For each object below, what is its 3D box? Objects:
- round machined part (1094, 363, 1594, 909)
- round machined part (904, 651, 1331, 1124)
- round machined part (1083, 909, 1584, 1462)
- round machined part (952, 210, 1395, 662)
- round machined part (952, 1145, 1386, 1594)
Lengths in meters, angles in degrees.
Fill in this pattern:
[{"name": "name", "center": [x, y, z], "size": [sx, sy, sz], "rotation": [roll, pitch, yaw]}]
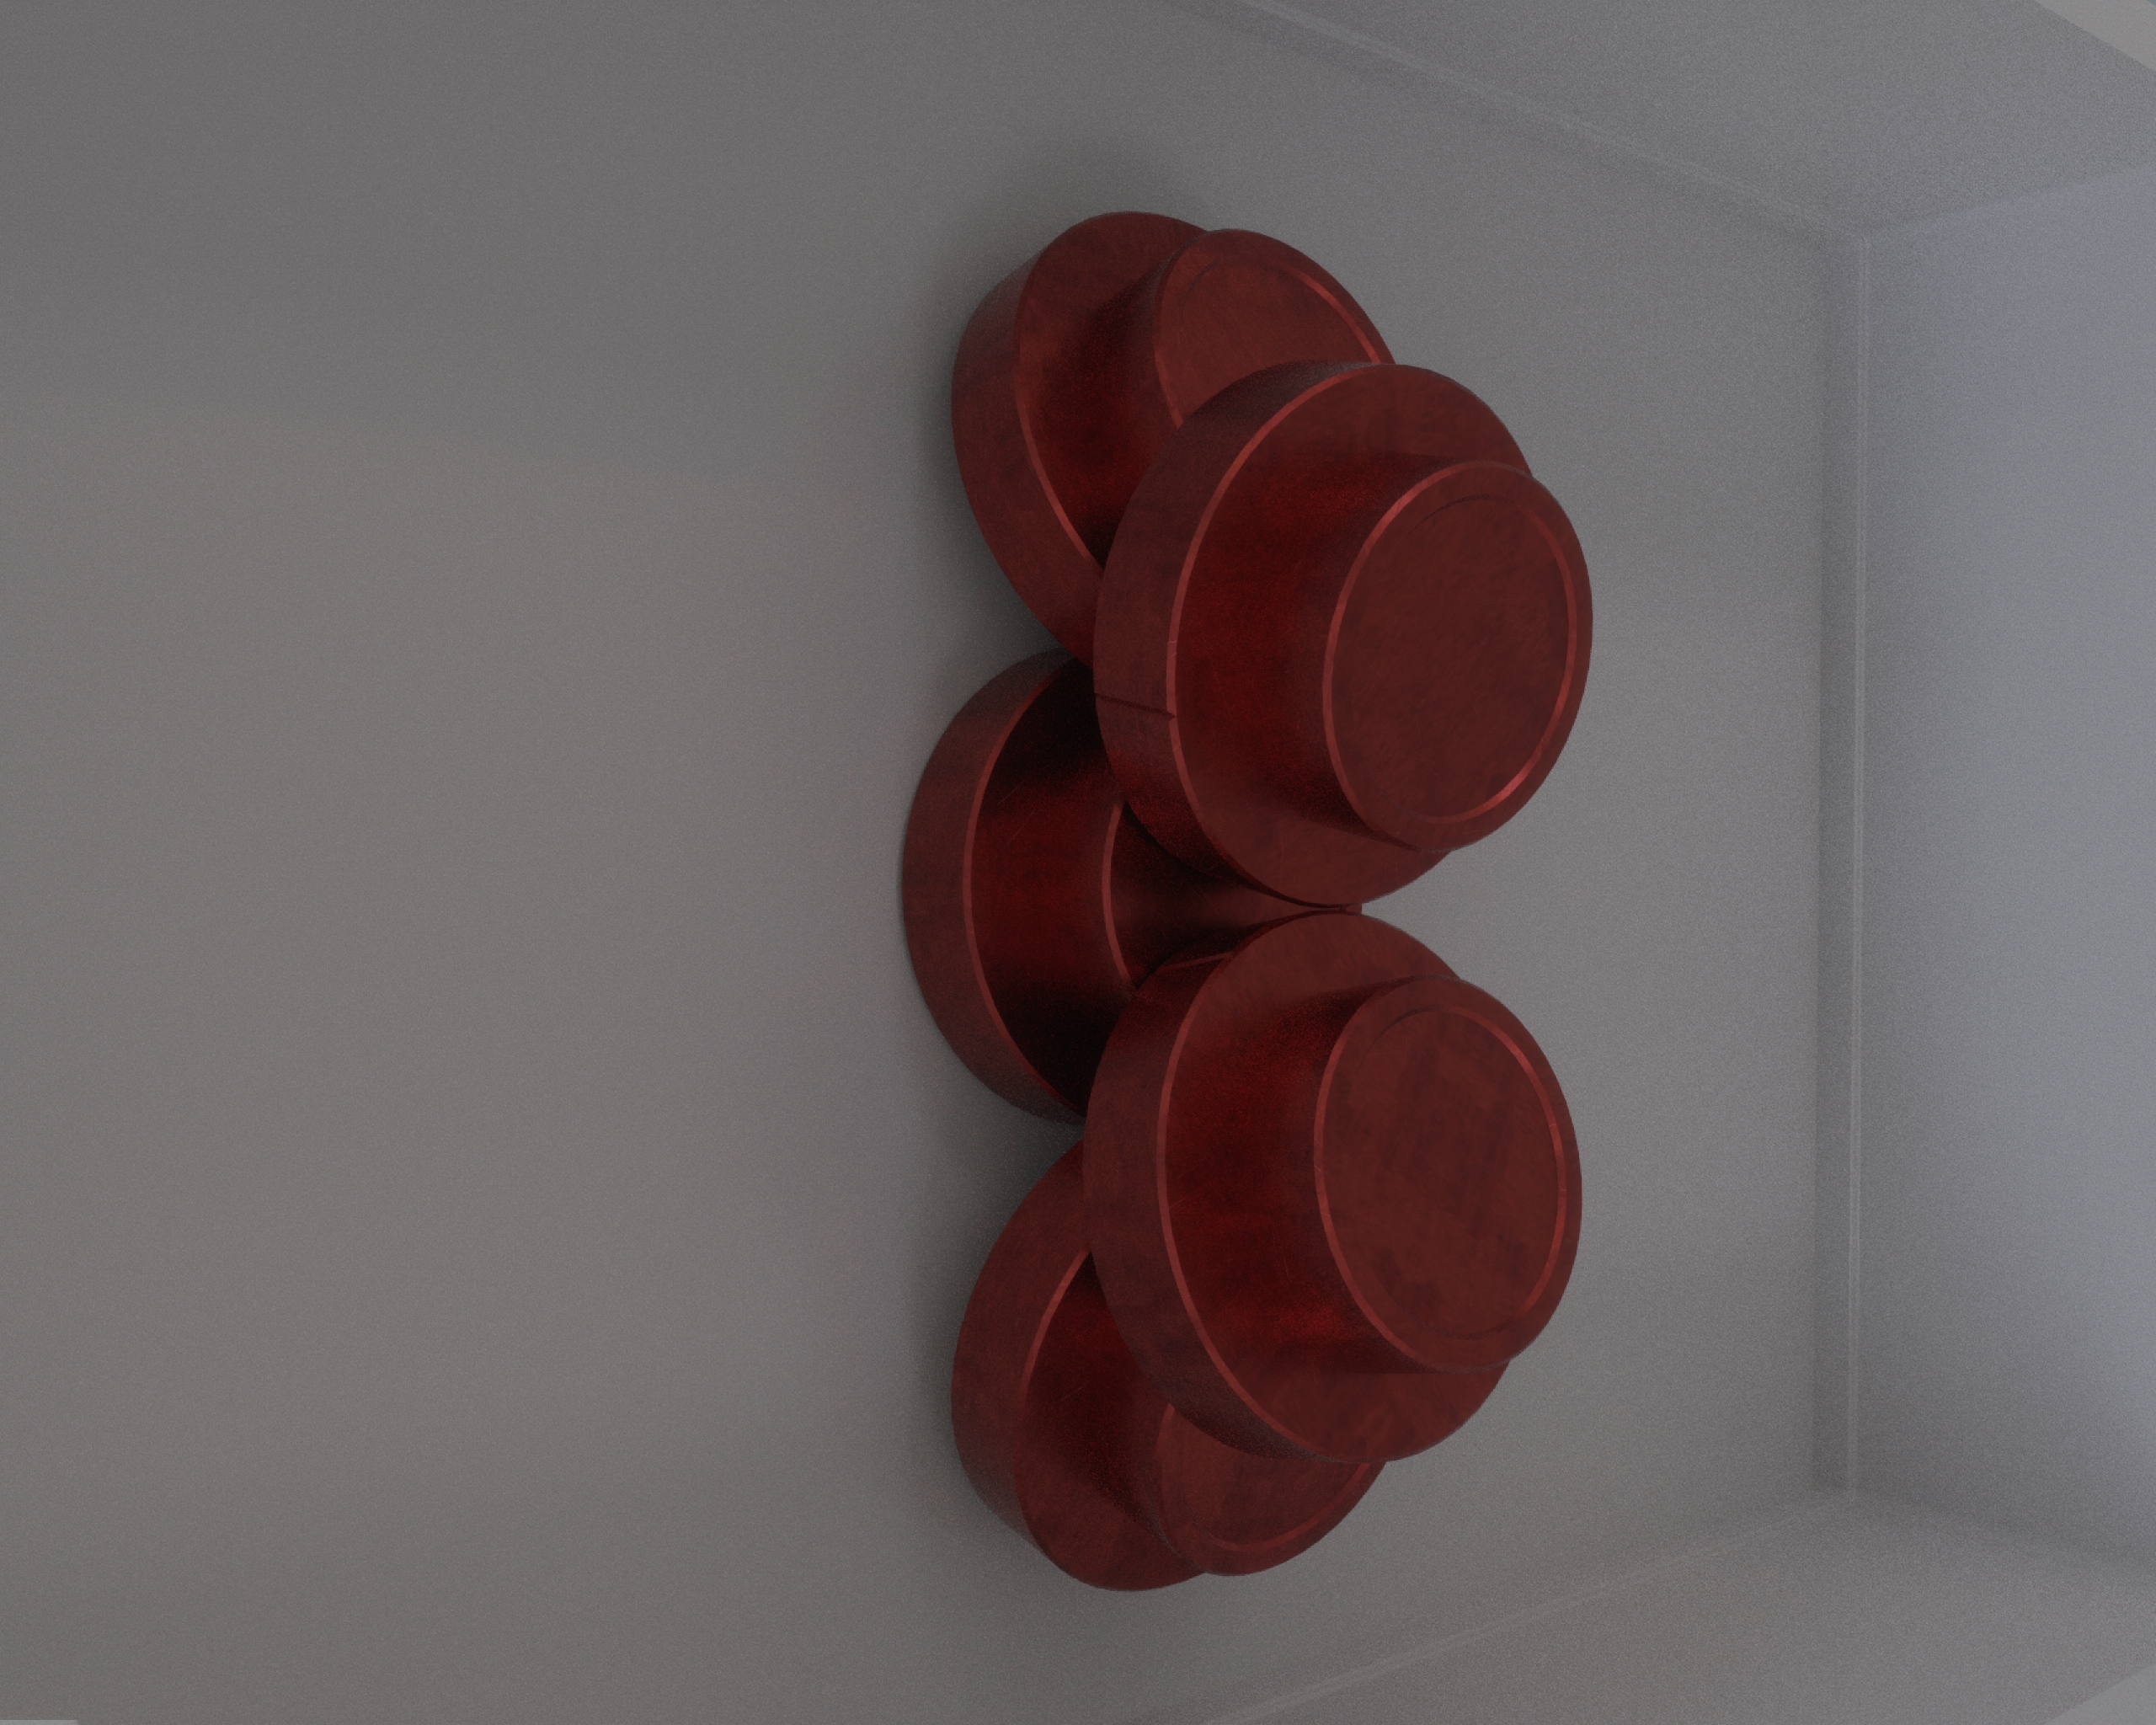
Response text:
[{"name": "round machined part", "center": [0.054, -0.039, 0.372], "size": [0.099, 0.042, 0.097], "rotation": [-13, 110, -37]}, {"name": "round machined part", "center": [0.018, 0.004, 0.408], "size": [0.099, 0.042, 0.097], "rotation": [1, 88, -40]}, {"name": "round machined part", "center": [0.052, 0.056, 0.371], "size": [0.099, 0.042, 0.098], "rotation": [11, 72, -38]}, {"name": "round machined part", "center": [0.028, -0.082, 0.402], "size": [0.099, 0.042, 0.098], "rotation": [16, 64, -35]}, {"name": "round machined part", "center": [0.028, 0.096, 0.399], "size": [0.099, 0.042, 0.097], "rotation": [-15, 114, -36]}]
